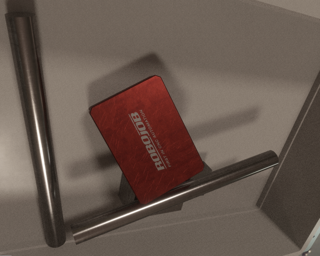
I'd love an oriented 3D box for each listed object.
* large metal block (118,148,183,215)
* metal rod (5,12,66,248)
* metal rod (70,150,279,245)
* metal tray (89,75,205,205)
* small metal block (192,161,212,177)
[{"bbox_3d":[-0.007,0.075,0.437,0.081,0.050,0.079,-2,120,-28],"label":"large metal block"},{"bbox_3d":[-0.134,0.027,0.352,0.025,0.025,0.298,-11,123,-23],"label":"metal rod"},{"bbox_3d":[0.034,0.086,0.417,0.302,0.025,0.025,-16,125,-20],"label":"metal rod"},{"bbox_3d":[-0.015,0.013,0.371,0.090,0.030,0.129,-29,102,-11],"label":"metal tray"},{"bbox_3d":[0.049,0.082,0.488,0.050,0.025,0.050,-2,119,-28],"label":"small metal block"}]
